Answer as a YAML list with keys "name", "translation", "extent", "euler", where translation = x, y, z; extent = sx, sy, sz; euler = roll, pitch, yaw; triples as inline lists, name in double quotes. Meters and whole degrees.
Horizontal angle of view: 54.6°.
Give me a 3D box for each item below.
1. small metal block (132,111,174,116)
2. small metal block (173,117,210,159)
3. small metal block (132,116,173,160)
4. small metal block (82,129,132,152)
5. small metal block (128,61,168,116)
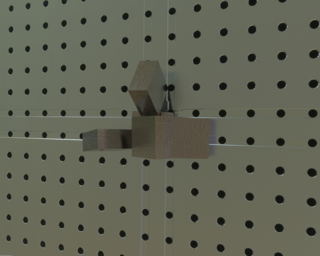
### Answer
- name: "small metal block"
  translation: [-0.010, 0.003, 0.417]
  extent: [0.050, 0.025, 0.050]
  euler: [3, 91, 20]
- name: "small metal block"
  translation: [0.034, 0.012, 0.389]
  extent: [0.050, 0.025, 0.050]
  euler: [2, 91, -11]
- name: "small metal block"
  translation: [-0.010, 0.011, 0.378]
  extent: [0.050, 0.025, 0.050]
  euler: [-1, 90, 53]
- name: "small metal block"
  translation: [-0.070, 0.017, 0.414]
  extent: [0.050, 0.050, 0.025]
  euler: [-12, 78, 54]
- name: "small metal block"
  translation: [-0.014, -0.050, 0.394]
  extent: [0.025, 0.050, 0.050]
  euler: [3, 55, 21]
